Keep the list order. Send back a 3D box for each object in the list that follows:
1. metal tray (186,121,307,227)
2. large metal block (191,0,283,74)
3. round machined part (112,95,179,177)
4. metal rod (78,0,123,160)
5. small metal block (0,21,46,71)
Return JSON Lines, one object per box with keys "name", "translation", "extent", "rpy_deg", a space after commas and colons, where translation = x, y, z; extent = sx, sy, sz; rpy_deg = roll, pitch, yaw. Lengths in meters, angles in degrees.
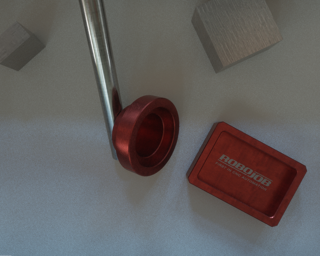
{"name": "metal tray", "translation": [0.112, 0.059, 0.410], "extent": [0.130, 0.030, 0.090], "rpy_deg": [28, 90, -1]}
{"name": "large metal block", "translation": [0.096, -0.127, 0.400], "extent": [0.080, 0.050, 0.080], "rpy_deg": [-25, 90, -1]}
{"name": "round machined part", "translation": [-0.021, 0.007, 0.384], "extent": [0.042, 0.098, 0.097], "rpy_deg": [16, 90, 34]}
{"name": "metal rod", "translation": [-0.066, -0.093, 0.341], "extent": [0.025, 0.025, 0.298], "rpy_deg": [-7, 119, 0]}
{"name": "small metal block", "translation": [-0.183, -0.103, 0.396], "extent": [0.050, 0.050, 0.025], "rpy_deg": [-42, 90, 0]}
